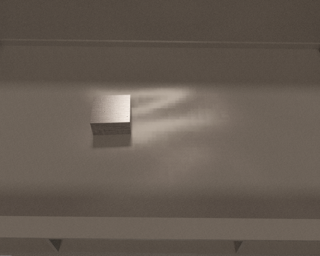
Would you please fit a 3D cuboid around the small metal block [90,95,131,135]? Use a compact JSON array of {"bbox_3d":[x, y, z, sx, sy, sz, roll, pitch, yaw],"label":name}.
[{"bbox_3d":[-0.065,-0.018,0.419,0.050,0.025,0.050,-2,50,-2],"label":"small metal block"}]
